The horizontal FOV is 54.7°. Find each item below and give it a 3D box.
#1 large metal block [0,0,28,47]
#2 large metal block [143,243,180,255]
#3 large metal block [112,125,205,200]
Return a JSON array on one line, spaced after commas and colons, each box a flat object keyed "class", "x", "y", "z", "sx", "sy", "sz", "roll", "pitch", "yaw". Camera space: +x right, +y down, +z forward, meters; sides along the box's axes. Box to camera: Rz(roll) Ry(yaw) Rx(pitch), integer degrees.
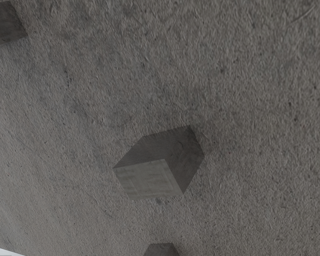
[{"class": "large metal block", "x": -0.247, "y": -0.129, "z": 0.422, "sx": 0.080, "sy": 0.080, "sz": 0.050, "roll": -8, "pitch": 115, "yaw": 31}, {"class": "large metal block", "x": 0.004, "y": 0.257, "z": 0.529, "sx": 0.050, "sy": 0.080, "sz": 0.080, "roll": -18, "pitch": 109, "yaw": 35}, {"class": "large metal block", "x": 0.000, "y": 0.044, "z": 0.398, "sx": 0.080, "sy": 0.080, "sz": 0.050, "roll": -15, "pitch": 111, "yaw": 34}]
